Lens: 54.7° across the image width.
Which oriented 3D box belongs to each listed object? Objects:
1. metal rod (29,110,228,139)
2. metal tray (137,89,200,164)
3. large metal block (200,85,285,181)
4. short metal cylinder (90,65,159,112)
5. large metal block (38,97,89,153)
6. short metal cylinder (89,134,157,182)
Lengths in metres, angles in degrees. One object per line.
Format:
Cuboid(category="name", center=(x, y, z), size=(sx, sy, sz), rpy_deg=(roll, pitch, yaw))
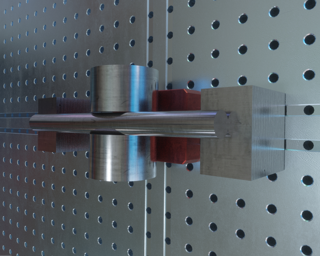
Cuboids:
Cuboid(category="metal rod", center=(-0.064, -0.005, 0.357), size=(0.300, 0.025, 0.025), rpy_deg=(1, 91, 40))
Cuboid(category="metal tray", center=(-0.009, -0.003, 0.414), size=(0.130, 0.030, 0.089), rpy_deg=(2, 91, 40))
Cuboid(category="large metal block", center=(0.083, 0.004, 0.304), size=(0.050, 0.081, 0.080), rpy_deg=(1, 91, 40))
Cuboid(category="short metal cylinder", center=(-0.042, -0.043, 0.369), size=(0.080, 0.081, 0.050), rpy_deg=(1, 91, 40))
Cuboid(category="large metal block", center=(-0.142, -0.005, 0.489), size=(0.050, 0.081, 0.080), rpy_deg=(1, 91, 40))
Cuboid(category="short metal cylinder", center=(-0.044, 0.032, 0.371), size=(0.080, 0.081, 0.050), rpy_deg=(1, 91, 40))
